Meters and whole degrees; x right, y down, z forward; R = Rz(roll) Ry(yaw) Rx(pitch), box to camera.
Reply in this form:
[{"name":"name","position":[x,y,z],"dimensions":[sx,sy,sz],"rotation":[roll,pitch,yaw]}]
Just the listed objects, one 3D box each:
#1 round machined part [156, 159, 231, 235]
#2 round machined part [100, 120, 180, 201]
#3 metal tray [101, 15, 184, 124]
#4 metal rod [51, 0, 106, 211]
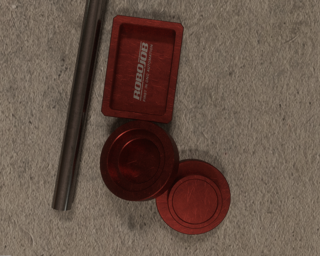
[{"name":"round machined part","position":[0.043,0.091,0.402],"dimensions":[0.099,0.042,0.097],"rotation":[0,90,-1]},{"name":"round machined part","position":[-0.022,0.042,0.389],"dimensions":[0.098,0.042,0.098],"rotation":[-6,74,20]},{"name":"metal tray","position":[-0.022,-0.075,0.407],"dimensions":[0.091,0.030,0.129],"rotation":[7,90,-1]},{"name":"metal rod","position":[-0.105,-0.042,0.408],"dimensions":[0.025,0.025,0.298],"rotation":[10,90,-1]}]
